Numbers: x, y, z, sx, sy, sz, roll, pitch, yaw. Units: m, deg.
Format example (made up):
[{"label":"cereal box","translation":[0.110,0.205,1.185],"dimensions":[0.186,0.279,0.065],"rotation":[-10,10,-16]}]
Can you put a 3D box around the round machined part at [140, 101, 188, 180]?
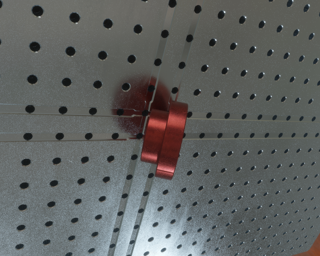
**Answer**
[{"label":"round machined part","translation":[0.003,0.013,0.387],"dimensions":[0.042,0.098,0.097],"rotation":[13,116,1]}]
